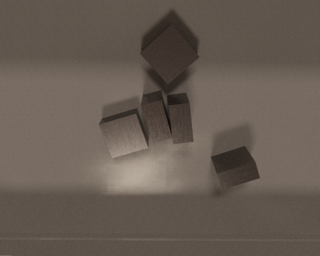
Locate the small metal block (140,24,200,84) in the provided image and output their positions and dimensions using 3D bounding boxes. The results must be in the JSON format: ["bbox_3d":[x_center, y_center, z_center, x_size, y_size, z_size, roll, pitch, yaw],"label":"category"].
[{"bbox_3d":[0.012,-0.090,0.378,0.050,0.025,0.050,-40,106,13],"label":"small metal block"}]

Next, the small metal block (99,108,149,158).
[{"bbox_3d":[-0.047,0.007,0.413,0.050,0.025,0.050,-17,110,5],"label":"small metal block"}]

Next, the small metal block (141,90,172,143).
[{"bbox_3d":[-0.004,-0.016,0.392,0.025,0.050,0.050,-14,110,5],"label":"small metal block"}]

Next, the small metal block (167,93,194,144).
[{"bbox_3d":[0.025,-0.013,0.393,0.025,0.050,0.050,-7,110,2],"label":"small metal block"}]

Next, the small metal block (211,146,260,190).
[{"bbox_3d":[0.100,0.053,0.419,0.050,0.050,0.025,-19,109,6],"label":"small metal block"}]
